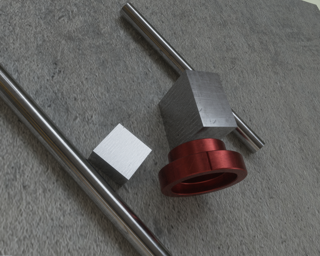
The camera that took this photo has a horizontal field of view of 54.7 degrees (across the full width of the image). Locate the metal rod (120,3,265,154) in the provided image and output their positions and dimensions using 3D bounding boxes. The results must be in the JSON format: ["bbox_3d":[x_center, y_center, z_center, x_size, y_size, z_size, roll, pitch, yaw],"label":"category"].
[{"bbox_3d":[0.047,-0.079,0.479,0.300,0.025,0.025,47,51,4],"label":"metal rod"}]

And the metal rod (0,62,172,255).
[{"bbox_3d":[-0.098,0.031,0.332,0.300,0.025,0.025,47,51,4],"label":"metal rod"}]

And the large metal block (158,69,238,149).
[{"bbox_3d":[0.045,-0.018,0.406,0.050,0.080,0.080,0,62,-29],"label":"large metal block"}]

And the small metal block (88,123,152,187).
[{"bbox_3d":[-0.046,0.031,0.361,0.050,0.025,0.050,40,51,-2],"label":"small metal block"}]

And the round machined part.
[{"bbox_3d":[0.046,0.045,0.356,0.099,0.097,0.042,3,61,-27],"label":"round machined part"}]
